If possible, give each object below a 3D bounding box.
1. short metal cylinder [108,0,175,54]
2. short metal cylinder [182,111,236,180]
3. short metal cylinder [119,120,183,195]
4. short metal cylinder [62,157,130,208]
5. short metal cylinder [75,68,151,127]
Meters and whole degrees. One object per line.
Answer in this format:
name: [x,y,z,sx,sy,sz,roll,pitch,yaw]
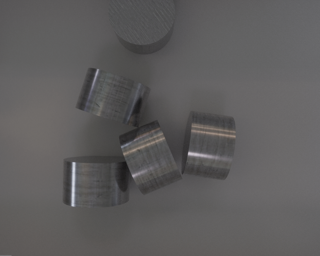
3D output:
short metal cylinder: [-0.022,-0.140,0.398,0.081,0.050,0.080,0,90,0]
short metal cylinder: [0.058,0.021,0.384,0.050,0.080,0.080,8,90,0]
short metal cylinder: [-0.011,0.036,0.384,0.050,0.080,0.080,-23,90,0]
short metal cylinder: [-0.078,0.064,0.383,0.081,0.080,0.050,1,90,0]
short metal cylinder: [-0.057,-0.037,0.383,0.080,0.080,0.050,18,90,0]
